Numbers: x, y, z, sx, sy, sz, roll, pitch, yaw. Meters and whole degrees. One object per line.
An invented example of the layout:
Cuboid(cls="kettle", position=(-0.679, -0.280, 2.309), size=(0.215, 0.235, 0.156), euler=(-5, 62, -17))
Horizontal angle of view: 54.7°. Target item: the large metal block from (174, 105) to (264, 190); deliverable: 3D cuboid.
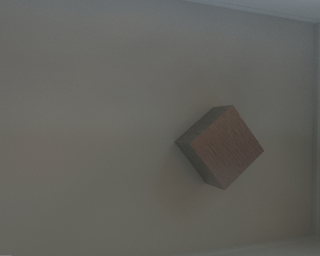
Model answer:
Cuboid(cls="large metal block", position=(0.082, 0.025, 0.429), size=(0.080, 0.050, 0.080), euler=(-41, 103, -16))
